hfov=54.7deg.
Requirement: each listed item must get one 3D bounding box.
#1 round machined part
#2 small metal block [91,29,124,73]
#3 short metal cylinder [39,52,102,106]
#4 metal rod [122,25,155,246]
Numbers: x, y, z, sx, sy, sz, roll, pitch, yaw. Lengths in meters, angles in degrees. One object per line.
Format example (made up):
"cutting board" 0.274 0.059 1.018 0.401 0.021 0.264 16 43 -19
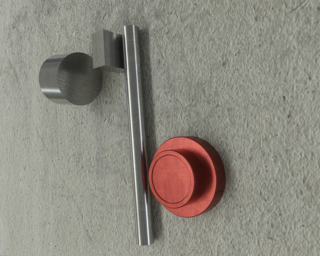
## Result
"round machined part" 0.025 0.059 0.373 0.098 0.042 0.097 0 90 40
"small metal block" -0.069 -0.109 0.446 0.025 0.050 0.050 -6 86 40
"short metal cylinder" -0.138 -0.076 0.484 0.050 0.081 0.079 6 94 40
"metal rod" -0.031 0.007 0.430 0.025 0.025 0.298 -7 85 40
